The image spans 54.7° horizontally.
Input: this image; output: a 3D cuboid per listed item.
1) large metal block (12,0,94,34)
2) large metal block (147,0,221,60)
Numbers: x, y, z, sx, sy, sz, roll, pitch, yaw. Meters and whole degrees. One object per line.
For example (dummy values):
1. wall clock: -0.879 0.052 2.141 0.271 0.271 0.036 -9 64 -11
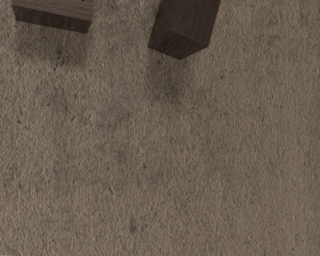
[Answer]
1. large metal block: -0.118 -0.161 0.352 0.081 0.050 0.080 6 88 -20
2. large metal block: 0.030 -0.140 0.392 0.050 0.080 0.080 18 84 -20
